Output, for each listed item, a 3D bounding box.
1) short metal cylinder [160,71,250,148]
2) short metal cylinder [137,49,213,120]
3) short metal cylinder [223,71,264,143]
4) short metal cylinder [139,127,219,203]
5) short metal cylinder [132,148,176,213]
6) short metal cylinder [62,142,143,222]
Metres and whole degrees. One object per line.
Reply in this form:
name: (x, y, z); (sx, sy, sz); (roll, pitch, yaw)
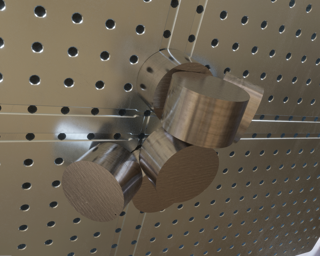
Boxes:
short metal cylinder: (0.045, -0.021, 0.321); (0.081, 0.080, 0.050); (0, 118, -29)
short metal cylinder: (0.019, -0.049, 0.374); (0.081, 0.050, 0.079); (-14, 125, -21)
short metal cylinder: (0.091, -0.027, 0.400); (0.050, 0.080, 0.079); (26, 109, 5)
short metal cylinder: (0.022, 0.041, 0.366); (0.081, 0.050, 0.079); (-14, 124, -21)
short metal cylinder: (-0.010, 0.071, 0.432); (0.081, 0.050, 0.079); (-14, 125, -21)
short metal cylinder: (-0.068, 0.064, 0.371); (0.050, 0.080, 0.079); (-46, 152, -60)
